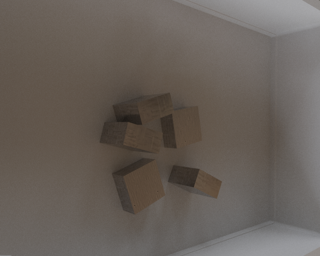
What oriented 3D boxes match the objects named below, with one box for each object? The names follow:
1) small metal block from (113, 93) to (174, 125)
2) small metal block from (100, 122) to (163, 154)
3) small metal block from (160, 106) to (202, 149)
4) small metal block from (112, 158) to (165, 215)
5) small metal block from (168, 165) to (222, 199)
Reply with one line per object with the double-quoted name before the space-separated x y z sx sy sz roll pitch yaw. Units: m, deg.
"small metal block" -0.020 -0.023 0.373 0.050 0.050 0.025 -22 104 -38
"small metal block" -0.034 0.012 0.362 0.050 0.050 0.025 18 79 -39
"small metal block" 0.030 -0.002 0.431 0.050 0.025 0.050 -14 99 -39
"small metal block" -0.026 0.071 0.385 0.050 0.025 0.050 -24 106 -37
"small metal block" 0.049 0.075 0.431 0.050 0.050 0.025 32 70 -36
